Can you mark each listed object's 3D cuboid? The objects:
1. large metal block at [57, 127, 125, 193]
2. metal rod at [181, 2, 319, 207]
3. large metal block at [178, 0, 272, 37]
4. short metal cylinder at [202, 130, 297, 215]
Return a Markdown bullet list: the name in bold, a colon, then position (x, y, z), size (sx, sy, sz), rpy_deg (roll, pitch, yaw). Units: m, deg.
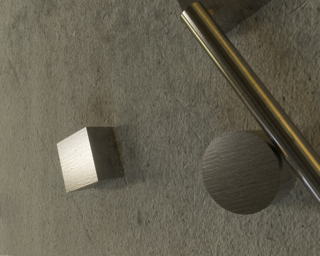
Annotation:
- **large metal block**: position (-0.109, 0.049, 0.478), size (0.080, 0.050, 0.080), rpy_deg (-25, 74, 37)
- **metal rod**: position (0.112, 0.005, 0.279), size (0.025, 0.025, 0.299), rpy_deg (-41, 76, 32)
- **large metal block**: position (0.064, -0.155, 0.336), size (0.080, 0.050, 0.080), rpy_deg (-32, 70, 35)
- **short metal cylinder**: position (0.090, 0.042, 0.314), size (0.080, 0.050, 0.080), rpy_deg (0, 90, 40)
